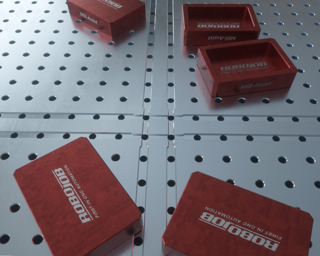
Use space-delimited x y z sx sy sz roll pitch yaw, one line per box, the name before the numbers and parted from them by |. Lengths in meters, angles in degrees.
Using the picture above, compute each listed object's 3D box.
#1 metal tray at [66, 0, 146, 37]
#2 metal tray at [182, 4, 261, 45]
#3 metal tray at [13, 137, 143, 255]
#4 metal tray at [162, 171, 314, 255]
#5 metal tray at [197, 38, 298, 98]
metal tray | -0.103 -0.231 0.598 0.130 0.030 0.090 33 57 25
metal tray | 0.107 -0.189 0.564 0.131 0.030 0.090 0 50 0
metal tray | -0.091 0.078 0.339 0.091 0.030 0.130 -29 56 -22
metal tray | 0.078 0.107 0.315 0.130 0.030 0.090 19 53 15
metal tray | 0.133 -0.097 0.486 0.131 0.030 0.090 -9 51 -7
